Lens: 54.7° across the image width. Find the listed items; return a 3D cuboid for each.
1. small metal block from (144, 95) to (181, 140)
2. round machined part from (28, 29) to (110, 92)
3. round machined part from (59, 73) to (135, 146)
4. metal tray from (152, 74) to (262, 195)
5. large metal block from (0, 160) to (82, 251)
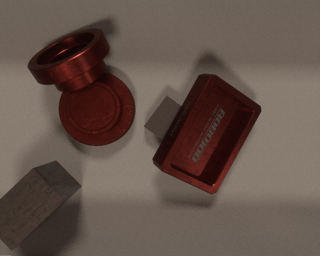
[{"bbox_3d":[0.014,-0.007,0.412,0.050,0.025,0.050,36,90,-1],"label":"small metal block"},{"bbox_3d":[-0.107,-0.081,0.383,0.098,0.098,0.042,-24,125,-1],"label":"round machined part"},{"bbox_3d":[-0.083,-0.025,0.402,0.099,0.042,0.097,0,90,-1],"label":"round machined part"},{"bbox_3d":[0.061,0.008,0.392,0.090,0.030,0.130,29,90,-25],"label":"metal tray"},{"bbox_3d":[-0.153,0.090,0.382,0.080,0.080,0.050,-44,91,0],"label":"large metal block"}]
